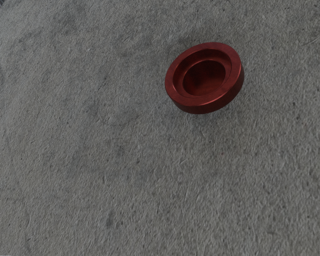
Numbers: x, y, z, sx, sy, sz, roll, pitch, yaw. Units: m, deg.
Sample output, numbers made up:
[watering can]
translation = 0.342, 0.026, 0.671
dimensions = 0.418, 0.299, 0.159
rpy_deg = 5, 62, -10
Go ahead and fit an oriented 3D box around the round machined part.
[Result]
[round machined part]
translation = 0.059, -0.059, 0.399
dimensions = 0.098, 0.042, 0.098
rpy_deg = -13, 56, 21
